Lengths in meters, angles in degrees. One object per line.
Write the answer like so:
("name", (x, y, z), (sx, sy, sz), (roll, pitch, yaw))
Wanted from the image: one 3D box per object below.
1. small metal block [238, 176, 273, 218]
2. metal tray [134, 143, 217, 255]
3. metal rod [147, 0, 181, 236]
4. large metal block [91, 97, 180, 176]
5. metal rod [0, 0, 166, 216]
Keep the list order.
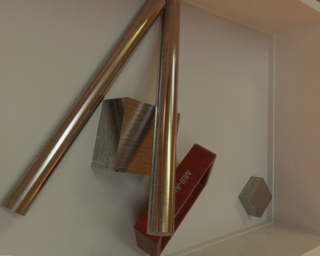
("small metal block", (0.172, 0.123, 0.554), (0.050, 0.025, 0.050), (-47, 118, -30))
("metal tray", (0.021, 0.092, 0.390), (0.130, 0.030, 0.090), (-50, 159, -29))
("metal rod", (0.008, -0.035, 0.353), (0.025, 0.025, 0.299), (27, 54, -37))
("large metal block", (-0.027, 0.014, 0.369), (0.081, 0.050, 0.080), (15, 81, -39))
("metal rod", (-0.071, -0.044, 0.348), (0.025, 0.025, 0.300), (44, 64, -32))
